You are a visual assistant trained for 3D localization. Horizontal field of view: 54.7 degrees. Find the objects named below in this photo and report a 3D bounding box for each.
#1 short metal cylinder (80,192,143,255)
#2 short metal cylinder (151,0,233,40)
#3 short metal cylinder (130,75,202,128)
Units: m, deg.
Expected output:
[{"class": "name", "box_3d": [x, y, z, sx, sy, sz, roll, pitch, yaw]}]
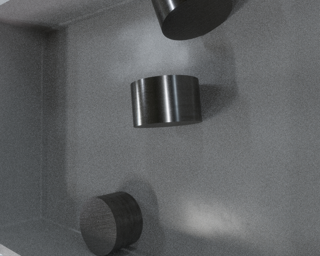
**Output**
[{"class": "short metal cylinder", "box_3d": [-0.071, 0.136, 0.450, 0.080, 0.050, 0.080, 0, 90, 40]}, {"class": "short metal cylinder", "box_3d": [0.033, -0.142, 0.344, 0.080, 0.081, 0.050, -28, 73, 36]}, {"class": "short metal cylinder", "box_3d": [0.007, -0.029, 0.365, 0.080, 0.081, 0.050, -7, 85, 40]}]
